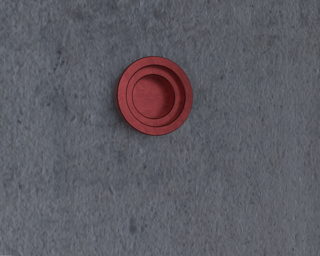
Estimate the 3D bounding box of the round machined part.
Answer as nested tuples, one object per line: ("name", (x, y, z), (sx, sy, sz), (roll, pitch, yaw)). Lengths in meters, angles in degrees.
("round machined part", (-0.011, -0.039, 0.397), (0.099, 0.042, 0.097), (0, 90, -21))
